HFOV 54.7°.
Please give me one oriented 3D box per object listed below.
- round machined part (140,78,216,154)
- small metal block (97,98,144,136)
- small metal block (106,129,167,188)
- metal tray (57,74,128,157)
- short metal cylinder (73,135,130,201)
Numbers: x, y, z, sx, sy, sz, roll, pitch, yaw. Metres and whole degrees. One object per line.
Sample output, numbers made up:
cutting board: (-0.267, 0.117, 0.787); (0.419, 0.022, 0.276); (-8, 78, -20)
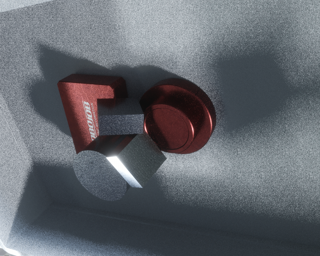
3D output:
round machined part: (0.016, -0.008, 0.381); (0.098, 0.042, 0.097); (13, 124, 20)
small metal block: (-0.049, -0.015, 0.372); (0.050, 0.050, 0.025); (-3, 118, -13)
small metal block: (-0.027, 0.036, 0.376); (0.025, 0.050, 0.050); (-12, 121, 53)
metal tray: (-0.086, -0.009, 0.439); (0.090, 0.030, 0.129); (7, 122, 24)
short metal cylinder: (-0.068, 0.050, 0.417); (0.080, 0.050, 0.079); (13, 124, 20)
